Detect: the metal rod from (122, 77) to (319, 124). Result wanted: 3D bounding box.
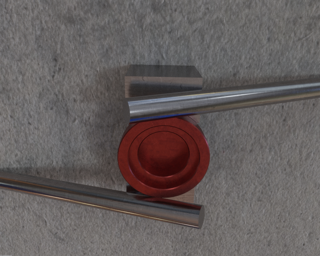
[{"bbox_3d":[0.108,-0.036,0.342,0.303,0.025,0.025,-8,112,-21],"label":"metal rod"}]

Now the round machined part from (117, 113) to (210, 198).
[{"bbox_3d":[0.004,0.026,0.349,0.099,0.042,0.097,0,110,-1],"label":"round machined part"}]

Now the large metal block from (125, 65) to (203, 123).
[{"bbox_3d":[0.003,-0.043,0.366,0.081,0.080,0.050,1,110,-1],"label":"large metal block"}]

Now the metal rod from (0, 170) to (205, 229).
[{"bbox_3d":[-0.095,0.082,0.381,0.301,0.025,0.025,5,112,22],"label":"metal rod"}]

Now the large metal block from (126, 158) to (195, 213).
[{"bbox_3d":[0.000,0.069,0.407,0.081,0.080,0.050,1,110,-1],"label":"large metal block"}]
